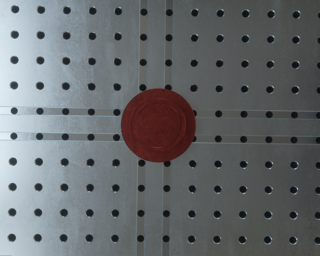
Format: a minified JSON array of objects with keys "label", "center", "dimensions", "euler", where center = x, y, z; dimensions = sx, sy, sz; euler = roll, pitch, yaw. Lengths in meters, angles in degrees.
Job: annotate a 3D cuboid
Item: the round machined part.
[{"label":"round machined part","center":[-0.002,-0.003,0.404],"dimensions":[0.099,0.042,0.097],"euler":[0,90,-1]}]
